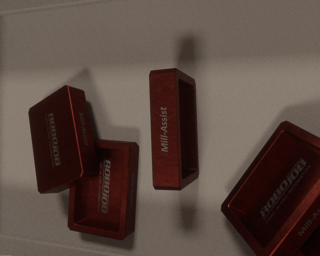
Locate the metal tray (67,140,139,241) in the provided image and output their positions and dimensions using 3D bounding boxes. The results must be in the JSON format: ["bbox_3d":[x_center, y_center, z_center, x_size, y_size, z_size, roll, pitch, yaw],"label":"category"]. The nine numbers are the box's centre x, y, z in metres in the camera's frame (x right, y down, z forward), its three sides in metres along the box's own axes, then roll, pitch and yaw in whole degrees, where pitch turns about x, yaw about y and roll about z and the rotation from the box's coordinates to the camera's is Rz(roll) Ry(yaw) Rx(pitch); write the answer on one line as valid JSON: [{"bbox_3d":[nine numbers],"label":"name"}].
[{"bbox_3d":[-0.080,0.082,0.434,0.090,0.030,0.129,4,91,19],"label":"metal tray"}]

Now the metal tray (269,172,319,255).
[{"bbox_3d":[0.172,0.104,0.297,0.030,0.130,0.090,32,114,-29],"label":"metal tray"}]

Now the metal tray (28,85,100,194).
[{"bbox_3d":[-0.137,0.017,0.432,0.090,0.030,0.129,-25,70,28],"label":"metal tray"}]

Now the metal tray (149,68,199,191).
[{"bbox_3d":[0.019,0.001,0.368,0.030,0.090,0.129,-2,89,20],"label":"metal tray"}]

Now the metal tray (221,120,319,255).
[{"bbox_3d":[0.131,0.066,0.330,0.030,0.090,0.129,28,100,-27],"label":"metal tray"}]
